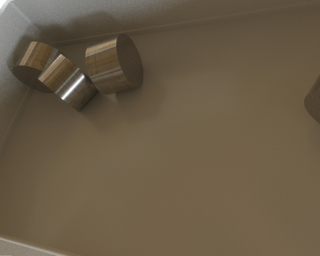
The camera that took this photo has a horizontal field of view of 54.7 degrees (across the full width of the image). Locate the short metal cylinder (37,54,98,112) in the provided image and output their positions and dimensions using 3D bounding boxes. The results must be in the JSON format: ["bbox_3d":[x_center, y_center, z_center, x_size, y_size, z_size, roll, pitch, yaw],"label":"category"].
[{"bbox_3d":[-0.143,-0.070,0.486,0.080,0.080,0.050,35,81,38],"label":"short metal cylinder"}]

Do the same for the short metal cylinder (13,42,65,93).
[{"bbox_3d":[-0.205,-0.104,0.539,0.080,0.080,0.050,1,62,28],"label":"short metal cylinder"}]

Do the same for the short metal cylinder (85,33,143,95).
[{"bbox_3d":[-0.065,-0.094,0.461,0.050,0.080,0.080,-12,57,21],"label":"short metal cylinder"}]

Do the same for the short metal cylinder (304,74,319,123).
[{"bbox_3d":[0.187,-0.030,0.291,0.080,0.080,0.050,27,77,37],"label":"short metal cylinder"}]
